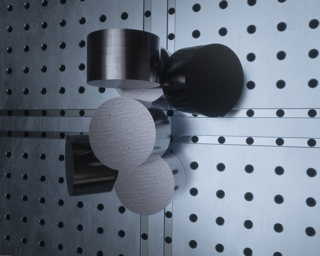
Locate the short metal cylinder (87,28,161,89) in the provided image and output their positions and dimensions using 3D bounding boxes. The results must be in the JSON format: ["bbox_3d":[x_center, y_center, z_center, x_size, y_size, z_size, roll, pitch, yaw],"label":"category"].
[{"bbox_3d":[-0.040,-0.073,0.343,0.080,0.080,0.050,1,90,20],"label":"short metal cylinder"}]

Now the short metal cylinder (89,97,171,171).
[{"bbox_3d":[-0.033,0.006,0.357,0.080,0.050,0.079,0,90,20],"label":"short metal cylinder"}]

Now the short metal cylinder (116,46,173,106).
[{"bbox_3d":[-0.015,-0.069,0.404,0.080,0.050,0.079,0,91,20],"label":"short metal cylinder"}]

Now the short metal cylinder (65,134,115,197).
[{"bbox_3d":[-0.095,0.048,0.411,0.050,0.080,0.080,-2,89,-24],"label":"short metal cylinder"}]

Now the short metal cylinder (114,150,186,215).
[{"bbox_3d":[-0.012,0.067,0.403,0.080,0.050,0.079,0,91,19],"label":"short metal cylinder"}]

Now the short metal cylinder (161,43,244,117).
[{"bbox_3d":[0.049,-0.055,0.359,0.050,0.081,0.079,16,97,60],"label":"short metal cylinder"}]
